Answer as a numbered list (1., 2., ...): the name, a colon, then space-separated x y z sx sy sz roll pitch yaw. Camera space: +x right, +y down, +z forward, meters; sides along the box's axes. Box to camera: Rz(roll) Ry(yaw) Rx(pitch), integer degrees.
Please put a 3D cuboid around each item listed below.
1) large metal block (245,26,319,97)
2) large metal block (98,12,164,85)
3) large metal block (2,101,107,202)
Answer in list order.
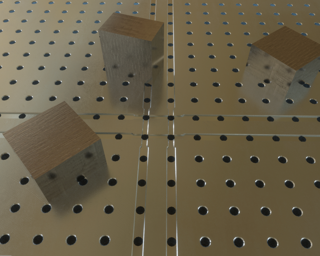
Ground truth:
1. large metal block: 0.195 -0.106 0.481 0.080 0.050 0.080 -31 57 -23
2. large metal block: -0.040 -0.120 0.473 0.080 0.080 0.050 16 52 13
3. large metal block: -0.123 0.025 0.370 0.080 0.050 0.080 -34 58 -25
